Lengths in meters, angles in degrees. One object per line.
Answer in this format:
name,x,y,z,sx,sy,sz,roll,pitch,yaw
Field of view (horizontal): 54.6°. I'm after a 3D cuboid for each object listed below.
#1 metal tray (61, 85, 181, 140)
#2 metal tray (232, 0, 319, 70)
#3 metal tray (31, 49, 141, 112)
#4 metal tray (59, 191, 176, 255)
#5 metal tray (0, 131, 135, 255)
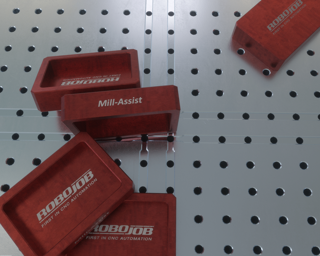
metal tray,-0.044,-0.015,0.382,0.131,0.090,0.030,-6,72,-2
metal tray,0.186,-0.159,0.468,0.130,0.030,0.090,-42,76,-14
metal tray,-0.092,-0.066,0.411,0.131,0.030,0.090,-6,41,-2
metal tray,-0.047,0.123,0.364,0.131,0.030,0.090,1,70,0
metal tray,-0.105,0.078,0.347,0.130,0.030,0.090,-41,75,-14
